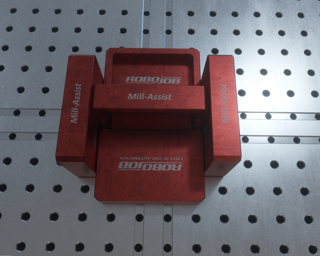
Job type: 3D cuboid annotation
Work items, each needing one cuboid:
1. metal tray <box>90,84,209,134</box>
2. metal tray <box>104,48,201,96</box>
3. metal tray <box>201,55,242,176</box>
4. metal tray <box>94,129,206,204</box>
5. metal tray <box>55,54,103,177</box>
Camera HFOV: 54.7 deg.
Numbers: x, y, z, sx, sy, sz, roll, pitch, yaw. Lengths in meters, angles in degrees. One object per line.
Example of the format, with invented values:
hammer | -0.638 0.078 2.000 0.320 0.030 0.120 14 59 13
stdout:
metal tray | -0.012 -0.020 0.382 0.131 0.090 0.030 1 70 0
metal tray | -0.010 -0.065 0.433 0.131 0.030 0.090 1 70 0
metal tray | 0.070 -0.013 0.382 0.030 0.090 0.130 1 70 0
metal tray | -0.012 0.048 0.390 0.131 0.030 0.090 1 70 0
metal tray | -0.092 -0.012 0.380 0.030 0.090 0.130 1 70 0
